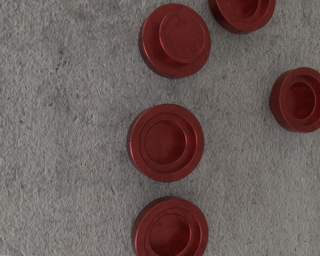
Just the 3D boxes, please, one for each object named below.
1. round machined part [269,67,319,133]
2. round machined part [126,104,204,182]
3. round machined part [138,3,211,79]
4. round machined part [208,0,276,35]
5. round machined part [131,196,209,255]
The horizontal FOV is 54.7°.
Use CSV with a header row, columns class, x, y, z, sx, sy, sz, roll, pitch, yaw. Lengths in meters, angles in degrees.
class,x,y,z,sx,sy,sz,roll,pitch,yaw
round machined part,0.209,-0.042,0.477,0.099,0.042,0.097,0,90,-20
round machined part,0.004,0.018,0.401,0.099,0.042,0.097,0,90,-20
round machined part,0.025,-0.116,0.409,0.099,0.042,0.097,0,90,-20
round machined part,0.111,-0.181,0.440,0.099,0.042,0.097,0,90,-20
round machined part,0.010,0.137,0.404,0.099,0.042,0.097,0,90,-20
